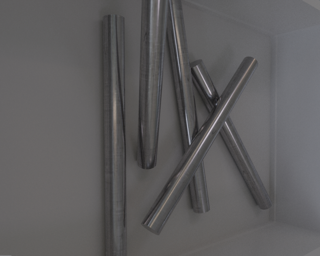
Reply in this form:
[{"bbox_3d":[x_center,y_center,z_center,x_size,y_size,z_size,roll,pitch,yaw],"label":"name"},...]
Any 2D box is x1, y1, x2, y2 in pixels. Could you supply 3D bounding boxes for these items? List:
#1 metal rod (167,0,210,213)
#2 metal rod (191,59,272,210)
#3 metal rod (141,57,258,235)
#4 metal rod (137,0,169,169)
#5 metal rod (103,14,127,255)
[{"bbox_3d":[0.039,-0.025,0.438,0.025,0.025,0.298,-15,100,-39],"label":"metal rod"},{"bbox_3d":[0.121,0.024,0.508,0.025,0.025,0.299,-46,118,-30],"label":"metal rod"},{"bbox_3d":[0.066,0.008,0.427,0.025,0.025,0.301,50,61,-29],"label":"metal rod"},{"bbox_3d":[-0.007,-0.081,0.315,0.025,0.025,0.298,-25,132,-37],"label":"metal rod"},{"bbox_3d":[-0.052,0.021,0.362,0.025,0.025,0.298,-1,91,-40],"label":"metal rod"}]
